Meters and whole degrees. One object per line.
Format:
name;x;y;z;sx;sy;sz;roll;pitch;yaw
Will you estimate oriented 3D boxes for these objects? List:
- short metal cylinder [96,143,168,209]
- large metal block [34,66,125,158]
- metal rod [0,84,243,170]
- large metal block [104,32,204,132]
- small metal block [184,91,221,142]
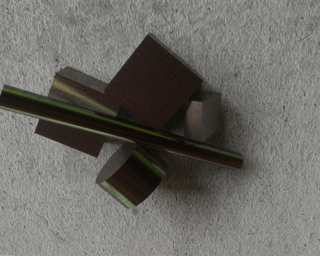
short metal cylinder;-0.037;0.056;0.401;0.080;0.080;0.050;-42;105;14
large metal block;-0.097;-0.021;0.389;0.080;0.050;0.080;24;108;-9
metal rod;-0.026;0.007;0.370;0.302;0.025;0.025;16;110;-24
large metal block;-0.007;-0.057;0.374;0.080;0.050;0.080;38;106;-13
small metal block;0.054;-0.016;0.390;0.025;0.050;0.050;12;115;34
